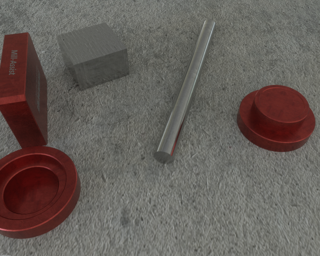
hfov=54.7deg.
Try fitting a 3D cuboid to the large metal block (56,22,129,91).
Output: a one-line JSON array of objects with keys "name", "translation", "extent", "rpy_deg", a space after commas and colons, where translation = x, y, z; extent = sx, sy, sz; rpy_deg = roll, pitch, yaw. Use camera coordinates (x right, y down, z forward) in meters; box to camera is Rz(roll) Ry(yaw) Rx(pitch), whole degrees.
[{"name": "large metal block", "translation": [-0.103, -0.112, 0.480], "extent": [0.081, 0.050, 0.080], "rpy_deg": [-23, 54, -19]}]

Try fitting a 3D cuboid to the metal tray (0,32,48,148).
[{"name": "metal tray", "translation": [-0.173, -0.050, 0.400], "extent": [0.030, 0.089, 0.130], "rpy_deg": [-10, 51, -9]}]

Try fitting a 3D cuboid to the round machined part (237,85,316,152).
[{"name": "round machined part", "translation": [0.156, -0.020, 0.411], "extent": [0.099, 0.042, 0.098], "rpy_deg": [0, 50, 0]}]

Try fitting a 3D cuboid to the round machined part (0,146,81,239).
[{"name": "round machined part", "translation": [-0.135, 0.070, 0.331], "extent": [0.099, 0.042, 0.098], "rpy_deg": [0, 50, 0]}]

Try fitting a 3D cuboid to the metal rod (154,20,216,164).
[{"name": "metal rod", "translation": [0.047, -0.074, 0.466], "extent": [0.025, 0.025, 0.300], "rpy_deg": [13, 51, 10]}]
